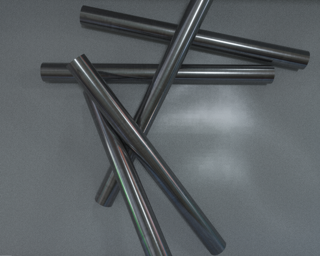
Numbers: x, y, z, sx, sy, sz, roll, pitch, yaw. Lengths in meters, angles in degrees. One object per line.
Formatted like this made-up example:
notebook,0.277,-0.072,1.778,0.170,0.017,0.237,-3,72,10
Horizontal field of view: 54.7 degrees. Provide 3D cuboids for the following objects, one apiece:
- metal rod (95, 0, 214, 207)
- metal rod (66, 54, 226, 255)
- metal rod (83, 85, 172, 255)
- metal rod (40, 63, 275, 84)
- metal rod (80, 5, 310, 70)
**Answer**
metal rod,-0.009,-0.034,0.391,0.025,0.025,0.298,26,98,-1
metal rod,-0.009,0.042,0.380,0.025,0.025,0.299,-36,103,0
metal rod,-0.030,0.072,0.348,0.025,0.025,0.299,-26,65,0
metal rod,-0.002,-0.073,0.411,0.302,0.025,0.025,0,90,-1
metal rod,0.046,-0.120,0.411,0.302,0.025,0.025,11,90,-1
